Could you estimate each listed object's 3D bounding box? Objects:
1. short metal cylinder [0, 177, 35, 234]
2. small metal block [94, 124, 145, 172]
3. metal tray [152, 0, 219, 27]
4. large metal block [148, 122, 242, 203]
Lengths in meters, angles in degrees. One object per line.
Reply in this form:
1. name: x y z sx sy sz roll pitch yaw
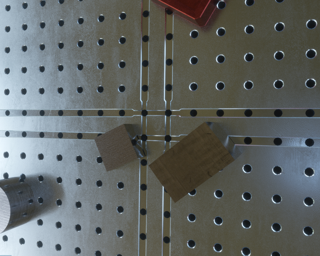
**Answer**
1. short metal cylinder: -0.246 0.120 0.484 0.080 0.050 0.079 0 90 19
2. small metal block: -0.056 0.027 0.431 0.050 0.025 0.050 -25 82 18
3. metal tray: 0.049 -0.209 0.392 0.090 0.030 0.129 34 101 16
4. large metal block: 0.045 0.037 0.367 0.080 0.080 0.050 -39 78 15
